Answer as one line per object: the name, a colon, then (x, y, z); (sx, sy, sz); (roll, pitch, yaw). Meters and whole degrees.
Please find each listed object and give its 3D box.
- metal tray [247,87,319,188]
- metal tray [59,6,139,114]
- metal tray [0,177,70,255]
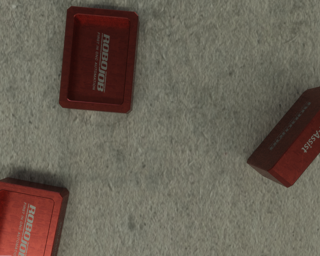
metal tray: (0.170, 0.007, 0.379); (0.030, 0.090, 0.130); (40, 90, 0)
metal tray: (-0.078, -0.087, 0.406); (0.091, 0.030, 0.129); (5, 90, -1)
metal tray: (-0.179, 0.138, 0.405); (0.091, 0.030, 0.129); (11, 90, -1)
